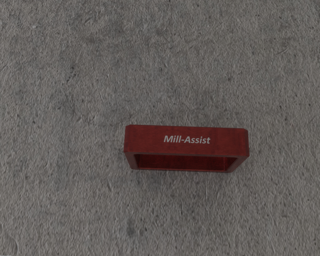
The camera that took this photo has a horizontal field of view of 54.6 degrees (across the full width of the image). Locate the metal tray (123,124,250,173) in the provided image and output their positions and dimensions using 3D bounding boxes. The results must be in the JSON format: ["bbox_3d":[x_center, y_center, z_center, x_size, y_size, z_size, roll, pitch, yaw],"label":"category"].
[{"bbox_3d":[0.028,0.027,0.363,0.131,0.090,0.030,2,70,1],"label":"metal tray"}]
